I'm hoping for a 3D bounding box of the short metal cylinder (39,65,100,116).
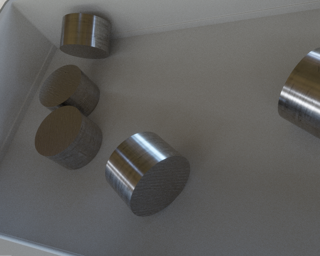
[{"bbox_3d":[-0.145,-0.055,0.500,0.080,0.050,0.080,-13,56,21],"label":"short metal cylinder"}]

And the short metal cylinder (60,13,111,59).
[{"bbox_3d":[-0.124,-0.152,0.521,0.080,0.080,0.050,2,86,29],"label":"short metal cylinder"}]

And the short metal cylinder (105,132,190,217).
[{"bbox_3d":[-0.013,0.051,0.346,0.080,0.080,0.050,-47,51,-5],"label":"short metal cylinder"}]

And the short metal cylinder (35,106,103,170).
[{"bbox_3d":[-0.132,0.014,0.450,0.080,0.050,0.080,-13,56,21],"label":"short metal cylinder"}]

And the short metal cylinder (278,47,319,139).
[{"bbox_3d":[0.164,-0.032,0.304,0.080,0.080,0.050,-46,51,-4],"label":"short metal cylinder"}]
